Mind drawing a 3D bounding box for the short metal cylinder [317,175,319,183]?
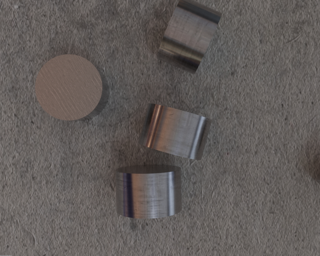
[{"bbox_3d":[0.247,0.067,0.384,0.080,0.080,0.050,35,90,0],"label":"short metal cylinder"}]

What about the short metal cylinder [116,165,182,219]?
[{"bbox_3d":[-0.014,0.075,0.382,0.081,0.080,0.050,-1,90,0],"label":"short metal cylinder"}]

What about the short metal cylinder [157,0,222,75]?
[{"bbox_3d":[0.036,-0.113,0.383,0.050,0.080,0.080,24,90,0],"label":"short metal cylinder"}]

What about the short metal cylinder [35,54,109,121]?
[{"bbox_3d":[-0.109,-0.049,0.396,0.081,0.050,0.080,0,90,0],"label":"short metal cylinder"}]

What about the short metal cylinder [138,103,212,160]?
[{"bbox_3d":[0.018,0.004,0.382,0.080,0.080,0.050,15,90,0],"label":"short metal cylinder"}]
